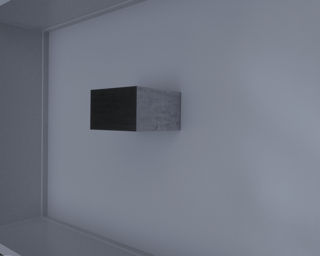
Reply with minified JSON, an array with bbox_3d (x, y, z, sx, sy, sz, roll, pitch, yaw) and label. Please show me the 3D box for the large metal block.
[{"bbox_3d":[-0.031,-0.022,0.395,0.080,0.081,0.050,2,91,40],"label":"large metal block"}]
